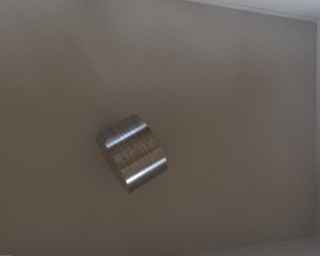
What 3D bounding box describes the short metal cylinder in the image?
[{"bbox_3d":[-0.035,0.030,0.368,0.050,0.080,0.080,-30,100,-17],"label":"short metal cylinder"}]
